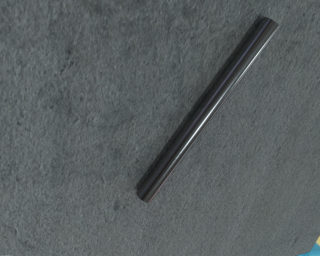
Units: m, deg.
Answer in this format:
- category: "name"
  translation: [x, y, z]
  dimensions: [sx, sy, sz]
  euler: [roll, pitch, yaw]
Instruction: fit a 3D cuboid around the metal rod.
- category: "metal rod"
  translation: [0.061, -0.017, 0.430]
  dimensions: [0.025, 0.025, 0.299]
  euler: [27, 103, -38]
